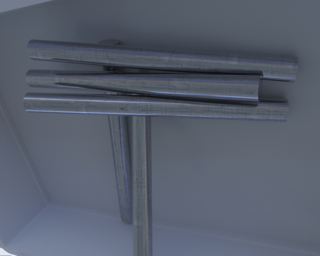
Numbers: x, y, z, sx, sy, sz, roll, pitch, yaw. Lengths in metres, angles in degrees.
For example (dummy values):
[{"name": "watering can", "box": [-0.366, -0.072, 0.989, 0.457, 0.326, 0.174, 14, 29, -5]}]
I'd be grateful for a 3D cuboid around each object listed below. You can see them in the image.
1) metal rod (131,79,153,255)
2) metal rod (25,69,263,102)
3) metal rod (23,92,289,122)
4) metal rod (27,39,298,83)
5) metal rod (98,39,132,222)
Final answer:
[{"name": "metal rod", "box": [-0.023, 0.083, 0.391, 0.025, 0.025, 0.298, 1, 94, 27]}, {"name": "metal rod", "box": [-0.039, -0.053, 0.360, 0.301, 0.025, 0.025, 6, 121, 25]}, {"name": "metal rod", "box": [-0.014, -0.025, 0.356, 0.301, 0.025, 0.025, 3, 121, 11]}, {"name": "metal rod", "box": [-0.011, -0.077, 0.342, 0.301, 0.025, 0.025, 8, 122, 15]}, {"name": "metal rod", "box": [-0.058, 0.024, 0.452, 0.025, 0.025, 0.298, 12, 124, 21]}]
